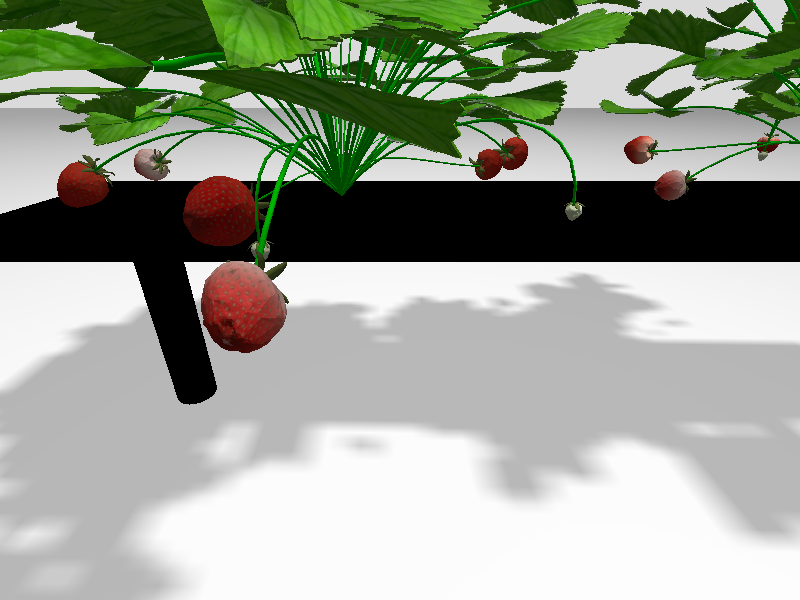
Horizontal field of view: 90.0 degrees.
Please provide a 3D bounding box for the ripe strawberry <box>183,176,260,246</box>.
[{"bbox_3d":[-0.102,-0.048,0.225,0.038,0.040,0.041,10,30,20],"label":"ripe strawberry"}]

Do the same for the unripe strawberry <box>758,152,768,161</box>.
[{"bbox_3d":[0.472,-0.187,0.522,0.010,0.011,0.011,9,29,18],"label":"unripe strawberry"}]

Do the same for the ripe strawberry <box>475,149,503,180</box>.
[{"bbox_3d":[0.091,-0.136,0.402,0.028,0.030,0.026,-12,30,-24],"label":"ripe strawberry"}]

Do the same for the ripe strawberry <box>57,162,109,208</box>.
[{"bbox_3d":[-0.242,-0.086,0.305,0.030,0.035,0.035,45,10,-28],"label":"ripe strawberry"}]

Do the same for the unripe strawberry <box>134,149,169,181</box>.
[{"bbox_3d":[-0.253,-0.136,0.404,0.032,0.031,0.030,-4,24,23],"label":"unripe strawberry"}]

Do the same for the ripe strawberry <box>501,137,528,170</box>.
[{"bbox_3d":[0.131,-0.165,0.453,0.034,0.035,0.031,-8,27,-36],"label":"ripe strawberry"}]

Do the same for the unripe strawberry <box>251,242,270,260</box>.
[{"bbox_3d":[-0.070,-0.024,0.201,0.009,0.010,0.010,3,27,6],"label":"unripe strawberry"}]

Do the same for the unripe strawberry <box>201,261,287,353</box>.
[{"bbox_3d":[-0.052,0.004,0.130,0.026,0.030,0.028,0,39,0],"label":"unripe strawberry"}]

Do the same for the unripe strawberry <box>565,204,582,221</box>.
[{"bbox_3d":[0.106,-0.054,0.245,0.010,0.010,0.011,17,32,30],"label":"unripe strawberry"}]

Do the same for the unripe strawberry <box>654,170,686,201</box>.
[{"bbox_3d":[0.218,-0.092,0.325,0.022,0.023,0.020,-13,28,0],"label":"unripe strawberry"}]

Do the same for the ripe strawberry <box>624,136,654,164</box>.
[{"bbox_3d":[0.301,-0.190,0.507,0.032,0.034,0.035,-13,30,-24],"label":"ripe strawberry"}]

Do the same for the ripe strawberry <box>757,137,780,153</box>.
[{"bbox_3d":[0.514,-0.216,0.560,0.024,0.022,0.022,12,29,22],"label":"ripe strawberry"}]
